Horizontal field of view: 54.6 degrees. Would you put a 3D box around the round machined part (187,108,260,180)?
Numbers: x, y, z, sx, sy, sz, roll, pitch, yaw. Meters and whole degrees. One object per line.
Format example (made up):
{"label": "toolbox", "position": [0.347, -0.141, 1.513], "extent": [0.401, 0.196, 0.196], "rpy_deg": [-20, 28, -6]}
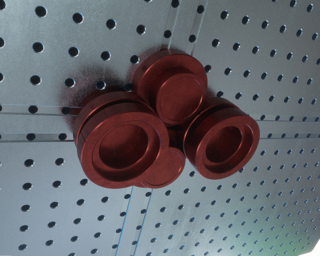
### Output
{"label": "round machined part", "position": [0.079, 0.017, 0.411], "extent": [0.099, 0.042, 0.097], "rpy_deg": [-14, 124, -21]}

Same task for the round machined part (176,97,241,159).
{"label": "round machined part", "position": [0.066, 0.001, 0.435], "extent": [0.099, 0.042, 0.097], "rpy_deg": [-14, 124, -21]}

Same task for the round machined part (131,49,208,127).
{"label": "round machined part", "position": [0.017, -0.043, 0.382], "extent": [0.099, 0.042, 0.097], "rpy_deg": [-14, 124, -21]}

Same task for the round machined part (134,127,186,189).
{"label": "round machined part", "position": [-0.005, 0.043, 0.423], "extent": [0.099, 0.042, 0.097], "rpy_deg": [-14, 124, -21]}

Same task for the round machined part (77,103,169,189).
{"label": "round machined part", "position": [-0.043, 0.016, 0.344], "extent": [0.099, 0.042, 0.097], "rpy_deg": [-14, 124, -21]}

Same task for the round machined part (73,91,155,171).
{"label": "round machined part", "position": [-0.054, 0.001, 0.370], "extent": [0.099, 0.042, 0.097], "rpy_deg": [-14, 124, -21]}
